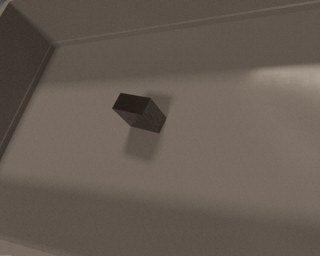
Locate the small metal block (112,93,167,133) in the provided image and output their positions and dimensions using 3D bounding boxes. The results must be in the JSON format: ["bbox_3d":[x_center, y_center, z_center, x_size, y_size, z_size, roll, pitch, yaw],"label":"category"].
[{"bbox_3d":[-0.027,-0.020,0.414,0.050,0.050,0.025,13,69,33],"label":"small metal block"}]
